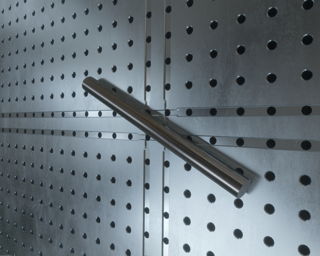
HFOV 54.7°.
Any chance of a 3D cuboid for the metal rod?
[{"bbox_3d":[-0.012,-0.003,0.418,0.300,0.025,0.025,34,111,34],"label":"metal rod"}]
